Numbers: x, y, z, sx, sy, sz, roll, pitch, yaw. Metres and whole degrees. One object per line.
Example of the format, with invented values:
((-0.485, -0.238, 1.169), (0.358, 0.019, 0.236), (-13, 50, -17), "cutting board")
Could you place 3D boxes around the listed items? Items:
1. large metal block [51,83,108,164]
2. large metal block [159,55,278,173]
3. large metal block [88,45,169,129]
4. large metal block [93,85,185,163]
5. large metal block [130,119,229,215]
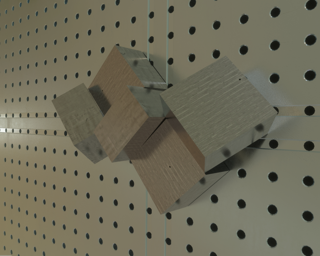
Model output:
((-0.103, -0.004, 0.450), (0.050, 0.080, 0.080), (-31, 65, -6), "large metal block")
((0.057, -0.014, 0.319), (0.080, 0.050, 0.080), (-31, 65, -7), "large metal block")
((-0.045, -0.054, 0.431), (0.080, 0.050, 0.080), (-50, 61, 30), "large metal block")
((-0.023, -0.005, 0.393), (0.080, 0.081, 0.050), (-50, 62, 28), "large metal block")
((0.021, 0.045, 0.376), (0.080, 0.050, 0.080), (-48, 60, 29), "large metal block")
